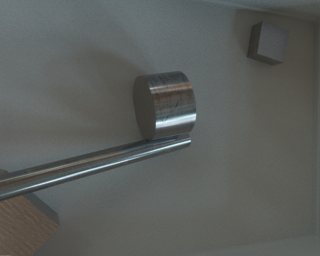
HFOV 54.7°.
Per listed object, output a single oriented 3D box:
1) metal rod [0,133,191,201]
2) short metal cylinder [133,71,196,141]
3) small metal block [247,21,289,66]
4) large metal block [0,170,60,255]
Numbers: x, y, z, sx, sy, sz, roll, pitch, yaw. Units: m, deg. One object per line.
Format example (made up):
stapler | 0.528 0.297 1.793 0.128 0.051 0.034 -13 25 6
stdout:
metal rod | -0.089 0.043 0.342 0.303 0.025 0.025 -13 95 -33
short metal cylinder | 0.003 -0.028 0.384 0.050 0.080 0.079 -11 94 -20
small metal block | 0.165 -0.128 0.473 0.050 0.025 0.050 12 86 -20
large metal block | -0.170 0.105 0.335 0.080 0.050 0.080 -47 105 -14
